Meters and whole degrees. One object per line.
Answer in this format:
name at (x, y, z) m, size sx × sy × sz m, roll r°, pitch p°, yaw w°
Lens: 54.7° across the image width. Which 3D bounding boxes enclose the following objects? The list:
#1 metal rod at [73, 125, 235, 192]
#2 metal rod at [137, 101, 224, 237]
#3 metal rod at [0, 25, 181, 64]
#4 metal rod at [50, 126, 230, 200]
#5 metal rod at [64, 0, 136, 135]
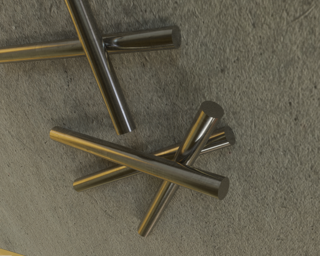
metal rod at (-0.029, 0.054, 0.455) m, size 0.299 × 0.025 × 0.025 m, roll -22°, pitch 107°, yaw 36°
metal rod at (0.014, 0.077, 0.423) m, size 0.025 × 0.025 × 0.298 m, roll 31°, pitch 136°, yaw 8°
metal rod at (-0.116, -0.104, 0.403) m, size 0.300 × 0.025 × 0.025 m, roll 2°, pitch 120°, yaw 27°
metal rod at (-0.051, 0.036, 0.412) m, size 0.300 × 0.025 × 0.025 m, roll 13°, pitch 125°, yaw 37°
metal rod at (-0.090, -0.133, 0.346) m, size 0.025 × 0.025 × 0.298 m, roll -12°, pitch 105°, yaw 33°
